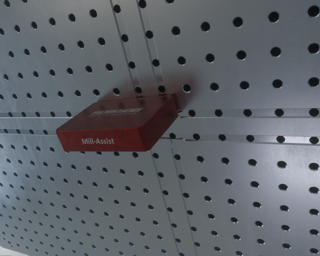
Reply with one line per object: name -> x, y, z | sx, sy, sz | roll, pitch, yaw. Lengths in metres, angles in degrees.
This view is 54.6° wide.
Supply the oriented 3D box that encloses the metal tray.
metal tray -> -0.054, -0.006, 0.394 | 0.130, 0.090, 0.030 | -2, 117, 29
